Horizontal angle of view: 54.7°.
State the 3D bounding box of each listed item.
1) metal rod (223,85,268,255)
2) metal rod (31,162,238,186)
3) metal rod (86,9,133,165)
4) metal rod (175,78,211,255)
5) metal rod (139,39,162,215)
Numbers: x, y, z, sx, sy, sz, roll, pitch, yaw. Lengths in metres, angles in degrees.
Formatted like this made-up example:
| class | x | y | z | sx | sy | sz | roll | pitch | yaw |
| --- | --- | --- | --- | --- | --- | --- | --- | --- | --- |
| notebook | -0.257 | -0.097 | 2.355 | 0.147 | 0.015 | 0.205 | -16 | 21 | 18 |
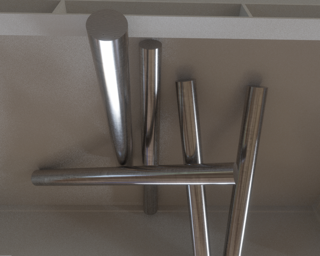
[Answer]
| class | x | y | z | sx | sy | sz | roll | pitch | yaw |
| --- | --- | --- | --- | --- | --- | --- | --- | --- | --- |
| metal rod | 0.106 | 0.094 | 0.409 | 0.025 | 0.025 | 0.298 | 3 | 105 | -3 |
| metal rod | -0.051 | 0.063 | 0.409 | 0.301 | 0.025 | 0.025 | -5 | 132 | 25 |
| metal rod | -0.042 | -0.003 | 0.323 | 0.025 | 0.025 | 0.299 | 3 | 156 | -3 |
| metal rod | 0.048 | 0.086 | 0.404 | 0.025 | 0.025 | 0.298 | -6 | 106 | 4 |
| metal rod | -0.013 | 0.024 | 0.428 | 0.025 | 0.025 | 0.298 | 1 | 130 | -1 |
